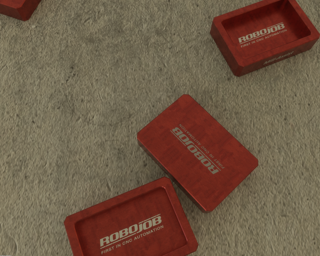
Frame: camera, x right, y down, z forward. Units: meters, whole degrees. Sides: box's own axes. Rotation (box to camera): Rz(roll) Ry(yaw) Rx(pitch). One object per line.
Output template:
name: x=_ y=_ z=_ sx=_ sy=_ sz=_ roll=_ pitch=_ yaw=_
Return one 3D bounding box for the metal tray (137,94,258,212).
metal tray: x=0.045 y=0.030 z=0.395 sx=0.090 sy=0.030 sz=0.130 roll=-41 pitch=75 yaw=-14

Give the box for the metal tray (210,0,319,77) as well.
metal tray: x=0.152 y=-0.139 z=0.457 sx=0.131 sy=0.030 sz=0.090 roll=-22 pitch=72 yaw=-8

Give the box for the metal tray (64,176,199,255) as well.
metal tray: x=-0.033 y=0.123 z=0.360 sx=0.131 sy=0.030 sz=0.090 roll=-21 pitch=72 yaw=-8

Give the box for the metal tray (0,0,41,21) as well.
metal tray: x=-0.225 y=-0.240 z=0.491 sx=0.090 sy=0.030 sz=0.130 roll=20 pitch=71 yaw=7
